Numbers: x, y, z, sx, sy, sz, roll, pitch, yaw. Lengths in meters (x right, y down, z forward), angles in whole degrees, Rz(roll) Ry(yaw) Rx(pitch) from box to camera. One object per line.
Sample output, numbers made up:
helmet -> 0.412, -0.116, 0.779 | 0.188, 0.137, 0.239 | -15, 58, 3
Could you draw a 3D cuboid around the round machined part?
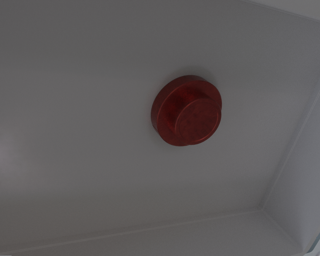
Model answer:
round machined part -> 0.041, -0.016, 0.409 | 0.099, 0.042, 0.097 | -14, 124, -21
